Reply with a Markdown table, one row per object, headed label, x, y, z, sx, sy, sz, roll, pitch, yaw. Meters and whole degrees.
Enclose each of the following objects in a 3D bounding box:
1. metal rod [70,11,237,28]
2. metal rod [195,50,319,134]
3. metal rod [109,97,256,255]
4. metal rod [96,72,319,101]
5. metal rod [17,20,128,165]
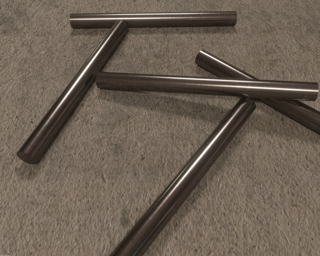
| label | x | y | z | sx | sy | sz | roll | pitch | yaw |
| --- | --- | --- | --- | --- | --- | --- | --- | --- | --- |
| metal rod | -0.011 | -0.200 | 0.570 | 0.302 | 0.025 | 0.025 | -2 | 50 | -2 |
| metal rod | 0.174 | -0.035 | 0.434 | 0.300 | 0.025 | 0.025 | 36 | 59 | 26 |
| metal rod | 0.031 | 0.059 | 0.354 | 0.025 | 0.025 | 0.301 | 30 | 56 | 22 |
| metal rod | 0.057 | -0.060 | 0.435 | 0.301 | 0.025 | 0.025 | 5 | 50 | 11 |
| metal rod | -0.114 | -0.073 | 0.462 | 0.025 | 0.025 | 0.300 | 14 | 51 | 11 |
